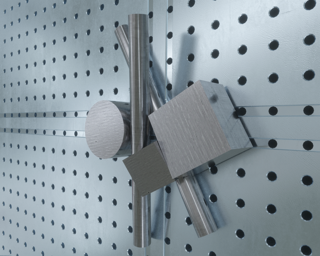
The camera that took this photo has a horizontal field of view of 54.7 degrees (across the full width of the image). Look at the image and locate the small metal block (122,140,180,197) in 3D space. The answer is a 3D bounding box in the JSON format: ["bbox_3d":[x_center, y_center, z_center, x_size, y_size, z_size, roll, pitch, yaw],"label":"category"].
[{"bbox_3d":[-0.009,0.047,0.370,0.050,0.025,0.050,-32,85,27],"label":"small metal block"}]

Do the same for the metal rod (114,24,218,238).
[{"bbox_3d":[0.001,-0.009,0.403,0.025,0.025,0.299,-35,69,34],"label":"metal rod"}]

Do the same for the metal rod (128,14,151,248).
[{"bbox_3d":[-0.025,0.011,0.400,0.025,0.025,0.298,8,103,39],"label":"metal rod"}]

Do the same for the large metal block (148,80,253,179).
[{"bbox_3d":[0.044,0.003,0.352,0.080,0.050,0.080,-34,69,35],"label":"large metal block"}]

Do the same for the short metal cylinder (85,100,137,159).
[{"bbox_3d":[-0.061,0.002,0.439,0.080,0.050,0.079,0,90,39],"label":"short metal cylinder"}]
